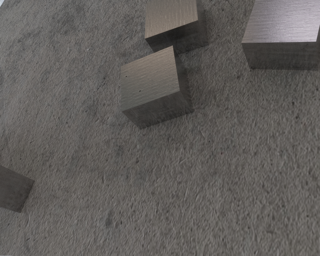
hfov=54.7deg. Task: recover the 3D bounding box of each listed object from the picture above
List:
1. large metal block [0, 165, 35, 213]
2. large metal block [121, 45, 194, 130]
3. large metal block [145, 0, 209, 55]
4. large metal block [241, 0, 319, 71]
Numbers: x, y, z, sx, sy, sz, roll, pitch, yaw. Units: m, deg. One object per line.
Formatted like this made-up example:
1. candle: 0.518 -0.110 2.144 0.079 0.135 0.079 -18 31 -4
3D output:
1. large metal block: -0.249 0.082 0.449 0.080 0.080 0.050 3 63 29
2. large metal block: -0.005 -0.054 0.424 0.080 0.050 0.080 -18 55 18
3. large metal block: 0.025 -0.160 0.473 0.080 0.050 0.080 -13 56 21
4. large metal block: 0.155 -0.119 0.380 0.080 0.050 0.080 8 66 32
